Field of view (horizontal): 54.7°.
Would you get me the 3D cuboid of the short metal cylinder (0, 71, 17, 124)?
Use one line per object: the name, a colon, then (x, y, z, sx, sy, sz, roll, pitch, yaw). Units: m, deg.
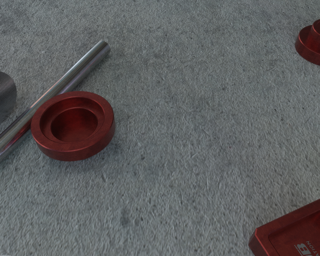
short metal cylinder: (-0.237, -0.043, 0.401, 0.050, 0.080, 0.080, 22, 53, 17)

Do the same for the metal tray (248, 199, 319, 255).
metal tray: (0.156, 0.140, 0.284, 0.091, 0.030, 0.130, -18, 53, -15)

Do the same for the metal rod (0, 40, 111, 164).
metal rod: (-0.159, -0.031, 0.427, 0.025, 0.025, 0.301, 21, 53, 16)

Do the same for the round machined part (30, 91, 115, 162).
round machined part: (-0.105, 0.002, 0.389, 0.099, 0.042, 0.098, 0, 50, 0)

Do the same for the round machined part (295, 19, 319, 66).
round machined part: (0.285, -0.148, 0.521, 0.099, 0.042, 0.098, 0, 50, 0)
